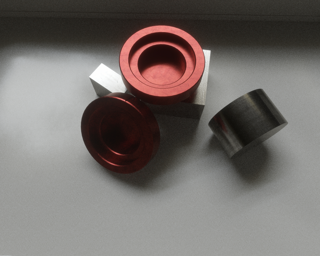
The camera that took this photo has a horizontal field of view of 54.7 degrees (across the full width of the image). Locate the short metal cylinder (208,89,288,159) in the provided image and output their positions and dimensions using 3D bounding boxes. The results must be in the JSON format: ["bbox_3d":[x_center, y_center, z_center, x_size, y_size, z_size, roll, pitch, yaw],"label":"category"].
[{"bbox_3d":[0.108,-0.004,0.383,0.080,0.080,0.050,-28,73,-10],"label":"short metal cylinder"}]

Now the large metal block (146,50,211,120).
[{"bbox_3d":[0.021,-0.062,0.419,0.080,0.050,0.080,8,70,2],"label":"large metal block"}]

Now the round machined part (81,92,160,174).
[{"bbox_3d":[-0.044,0.003,0.380,0.098,0.097,0.042,33,30,11],"label":"round machined part"}]

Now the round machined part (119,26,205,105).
[{"bbox_3d":[0.002,-0.071,0.372,0.099,0.042,0.098,1,68,-2],"label":"round machined part"}]

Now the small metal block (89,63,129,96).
[{"bbox_3d":[-0.062,-0.052,0.415,0.050,0.050,0.025,34,74,11],"label":"small metal block"}]
